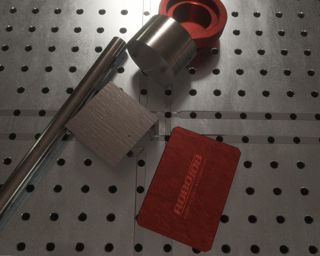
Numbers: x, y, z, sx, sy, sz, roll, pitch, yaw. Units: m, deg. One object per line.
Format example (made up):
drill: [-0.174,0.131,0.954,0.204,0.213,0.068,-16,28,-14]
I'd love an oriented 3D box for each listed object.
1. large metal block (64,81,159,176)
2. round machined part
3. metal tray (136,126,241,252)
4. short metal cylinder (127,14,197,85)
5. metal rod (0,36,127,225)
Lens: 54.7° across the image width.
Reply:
large metal block: [-0.058,0.001,0.397,0.080,0.050,0.080,38,74,12]
round machined part: [0.046,-0.156,0.456,0.099,0.042,0.098,2,64,-5]
metal tray: [0.037,0.073,0.383,0.090,0.030,0.130,20,71,7]
short metal cylinder: [0.002,-0.105,0.421,0.080,0.080,0.050,36,74,11]
metal rod: [-0.133,-0.004,0.411,0.025,0.025,0.300,28,72,9]
